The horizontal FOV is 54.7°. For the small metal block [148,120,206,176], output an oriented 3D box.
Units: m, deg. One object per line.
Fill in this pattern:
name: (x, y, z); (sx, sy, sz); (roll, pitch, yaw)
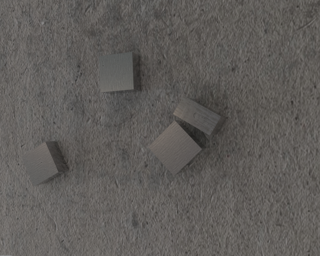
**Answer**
small metal block: (0.022, 0.025, 0.401); (0.050, 0.025, 0.050); (-46, 76, 14)

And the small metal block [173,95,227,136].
small metal block: (0.050, -0.015, 0.378); (0.050, 0.050, 0.025); (31, 100, 17)

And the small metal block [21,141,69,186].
small metal block: (-0.174, 0.054, 0.471); (0.050, 0.025, 0.050); (-29, 81, 17)

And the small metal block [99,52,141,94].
small metal block: (-0.055, -0.075, 0.428); (0.050, 0.025, 0.050); (-3, 89, 20)
